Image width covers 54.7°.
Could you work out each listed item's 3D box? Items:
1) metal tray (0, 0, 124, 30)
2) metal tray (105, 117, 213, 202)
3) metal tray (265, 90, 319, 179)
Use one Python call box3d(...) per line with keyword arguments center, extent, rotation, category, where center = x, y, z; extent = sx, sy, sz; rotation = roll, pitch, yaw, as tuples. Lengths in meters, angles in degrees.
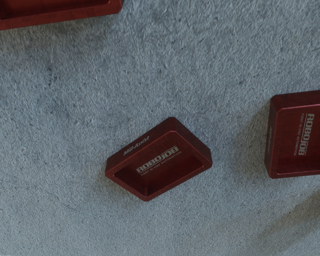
box3d(center=(-0.106, -0.144, 0.279), extent=(0.131, 0.030, 0.090), rotation=(-7, 130, 5), category="metal tray")
box3d(center=(-0.003, 0.050, 0.445), extent=(0.130, 0.030, 0.090), rotation=(-34, 123, 25), category="metal tray")
box3d(center=(0.193, 0.012, 0.415), extent=(0.090, 0.030, 0.129), rotation=(-7, 130, 5), category="metal tray")
